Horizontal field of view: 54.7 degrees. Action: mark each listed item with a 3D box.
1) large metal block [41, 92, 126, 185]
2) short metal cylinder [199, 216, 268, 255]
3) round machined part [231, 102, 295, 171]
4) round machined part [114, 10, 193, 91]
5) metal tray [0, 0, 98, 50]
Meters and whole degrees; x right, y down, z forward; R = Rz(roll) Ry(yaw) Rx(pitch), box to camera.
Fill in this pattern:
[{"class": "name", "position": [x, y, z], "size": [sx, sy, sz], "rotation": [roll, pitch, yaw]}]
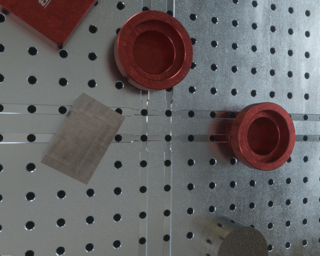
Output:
[{"class": "large metal block", "position": [-0.089, 0.011, 0.350], "size": [0.050, 0.080, 0.080], "rotation": [32, 80, -17]}, {"class": "short metal cylinder", "position": [0.103, 0.171, 0.437], "size": [0.081, 0.050, 0.080], "rotation": [0, 90, -20]}, {"class": "round machined part", "position": [0.146, 0.012, 0.457], "size": [0.099, 0.042, 0.097], "rotation": [0, 90, -20]}, {"class": "round machined part", "position": [-0.011, -0.096, 0.399], "size": [0.099, 0.042, 0.097], "rotation": [0, 90, -20]}, {"class": "metal tray", "position": [-0.120, -0.171, 0.365], "size": [0.090, 0.030, 0.130], "rotation": [35, 79, -17]}]
